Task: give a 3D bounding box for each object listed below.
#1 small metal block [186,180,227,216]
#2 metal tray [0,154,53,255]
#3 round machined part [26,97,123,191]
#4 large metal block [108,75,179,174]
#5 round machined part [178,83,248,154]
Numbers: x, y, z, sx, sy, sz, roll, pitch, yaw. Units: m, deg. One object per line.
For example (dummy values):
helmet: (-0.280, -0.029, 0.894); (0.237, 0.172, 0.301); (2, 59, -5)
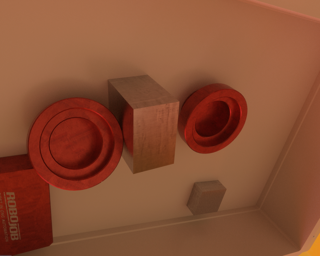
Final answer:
small metal block: (0.079, 0.118, 0.528); (0.050, 0.025, 0.050); (1, 118, -29)
metal tray: (-0.179, 0.096, 0.367); (0.091, 0.030, 0.129); (-7, 122, -25)
round machined part: (-0.094, 0.016, 0.341); (0.099, 0.042, 0.097); (-1, 92, -27)
large metal block: (-0.022, -0.007, 0.357); (0.050, 0.080, 0.079); (-12, 124, -24)
round machined part: (0.067, -0.017, 0.426); (0.099, 0.042, 0.097); (-14, 125, -21)
